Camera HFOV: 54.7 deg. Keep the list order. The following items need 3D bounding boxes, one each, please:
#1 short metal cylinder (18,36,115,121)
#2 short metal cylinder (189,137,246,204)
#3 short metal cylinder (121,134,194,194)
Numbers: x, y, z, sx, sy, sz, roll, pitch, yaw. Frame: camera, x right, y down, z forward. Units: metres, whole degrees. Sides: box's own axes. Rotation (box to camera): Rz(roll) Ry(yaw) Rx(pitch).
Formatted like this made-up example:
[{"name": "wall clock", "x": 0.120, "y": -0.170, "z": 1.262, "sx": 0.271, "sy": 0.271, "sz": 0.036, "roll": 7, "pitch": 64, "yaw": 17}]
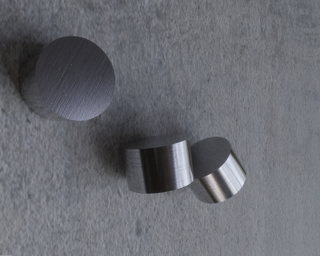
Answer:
[{"name": "short metal cylinder", "x": -0.093, "y": -0.047, "z": 0.312, "sx": 0.081, "sy": 0.050, "sz": 0.079, "roll": 0, "pitch": 90, "yaw": -40}, {"name": "short metal cylinder", "x": 0.072, "y": 0.057, "z": 0.432, "sx": 0.080, "sy": 0.080, "sz": 0.050, "roll": -50, "pitch": 120, "yaw": -29}, {"name": "short metal cylinder", "x": -0.002, "y": 0.040, "z": 0.369, "sx": 0.081, "sy": 0.080, "sz": 0.050, "roll": -14, "pitch": 100, "yaw": -39}]
